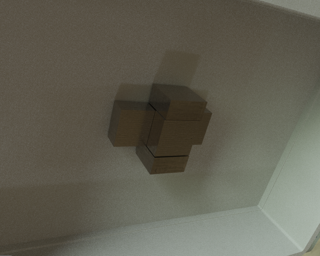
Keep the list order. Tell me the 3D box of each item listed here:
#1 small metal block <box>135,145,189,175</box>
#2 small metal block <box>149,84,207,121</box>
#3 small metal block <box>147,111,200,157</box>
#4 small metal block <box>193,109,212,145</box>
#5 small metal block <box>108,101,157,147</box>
[{"bbox_3d":[0.002,0.035,0.411,0.050,0.050,0.025,0,118,-29],"label":"small metal block"},{"bbox_3d":[0.021,-0.032,0.381,0.050,0.050,0.025,0,118,-29],"label":"small metal block"},{"bbox_3d":[0.016,0.007,0.386,0.050,0.025,0.050,0,118,-29],"label":"small metal block"},{"bbox_3d":[0.037,-0.004,0.424,0.050,0.025,0.050,0,118,-29],"label":"small metal block"},{"bbox_3d":[-0.033,-0.005,0.385,0.050,0.025,0.050,1,118,-29],"label":"small metal block"}]
